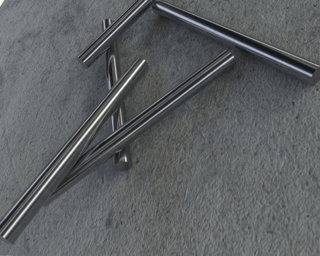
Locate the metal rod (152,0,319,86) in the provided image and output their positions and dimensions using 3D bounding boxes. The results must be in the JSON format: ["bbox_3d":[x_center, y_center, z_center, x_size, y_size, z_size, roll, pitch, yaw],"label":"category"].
[{"bbox_3d":[0.086,-0.134,0.440,0.025,0.025,0.300,-47,51,-4],"label":"metal rod"}]

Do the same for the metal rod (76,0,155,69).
[{"bbox_3d":[-0.028,-0.213,0.529,0.025,0.025,0.300,29,72,37],"label":"metal rod"}]

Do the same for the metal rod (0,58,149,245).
[{"bbox_3d":[-0.091,0.004,0.391,0.025,0.025,0.301,5,46,30],"label":"metal rod"}]

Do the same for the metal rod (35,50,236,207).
[{"bbox_3d":[-0.027,-0.004,0.394,0.301,0.025,0.025,-37,51,-7],"label":"metal rod"}]

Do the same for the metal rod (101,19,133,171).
[{"bbox_3d":[-0.072,-0.071,0.484,0.025,0.025,0.299,-22,53,15],"label":"metal rod"}]
